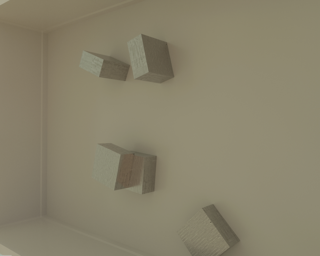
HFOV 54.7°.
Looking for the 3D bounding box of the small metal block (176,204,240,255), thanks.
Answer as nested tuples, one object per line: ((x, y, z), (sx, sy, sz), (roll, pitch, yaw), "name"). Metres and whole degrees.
((0.055, 0.126, 0.361), (0.050, 0.025, 0.050), (-52, 60, 27), "small metal block")

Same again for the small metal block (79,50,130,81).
((-0.082, -0.092, 0.458), (0.050, 0.050, 0.025), (30, 109, 36), "small metal block")

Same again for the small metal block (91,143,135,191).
((-0.066, 0.052, 0.429), (0.050, 0.025, 0.050), (19, 102, 39), "small metal block")

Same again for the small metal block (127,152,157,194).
((-0.033, 0.061, 0.435), (0.050, 0.025, 0.050), (7, 95, 39), "small metal block")

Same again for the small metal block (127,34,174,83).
((-0.011, -0.088, 0.400), (0.025, 0.050, 0.050), (-18, 78, 39), "small metal block")
